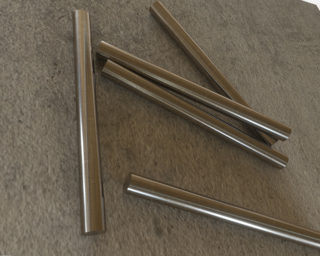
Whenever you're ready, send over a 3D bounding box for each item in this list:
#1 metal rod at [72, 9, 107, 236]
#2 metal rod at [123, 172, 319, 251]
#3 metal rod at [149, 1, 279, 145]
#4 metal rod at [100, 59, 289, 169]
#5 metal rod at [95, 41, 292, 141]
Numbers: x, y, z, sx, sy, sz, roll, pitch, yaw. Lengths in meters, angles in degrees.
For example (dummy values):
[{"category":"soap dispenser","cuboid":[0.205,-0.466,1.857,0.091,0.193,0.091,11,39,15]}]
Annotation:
[{"category":"metal rod","cuboid":[-0.088,-0.028,0.373,0.025,0.025,0.299,4,60,-26]},{"category":"metal rod","cuboid":[0.099,0.111,0.390,0.302,0.025,0.025,20,54,-17]},{"category":"metal rod","cuboid":[0.084,-0.091,0.506,0.025,0.025,0.300,-33,80,-38]},{"category":"metal rod","cuboid":[0.057,-0.015,0.445,0.301,0.025,0.025,27,52,-12]},{"category":"metal rod","cuboid":[0.053,-0.050,0.447,0.302,0.025,0.025,23,53,-8]}]
